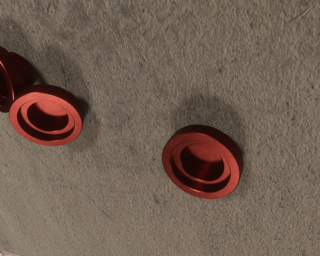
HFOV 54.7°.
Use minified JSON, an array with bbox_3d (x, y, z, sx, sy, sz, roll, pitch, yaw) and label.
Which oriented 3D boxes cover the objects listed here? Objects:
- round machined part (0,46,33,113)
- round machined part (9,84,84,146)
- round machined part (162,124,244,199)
[{"bbox_3d":[-0.229,-0.075,0.459,0.098,0.042,0.097,18,123,30],"label":"round machined part"},{"bbox_3d":[-0.159,-0.023,0.446,0.099,0.042,0.097,-2,131,-2],"label":"round machined part"},{"bbox_3d":[0.055,0.038,0.389,0.098,0.042,0.097,13,124,20],"label":"round machined part"}]
